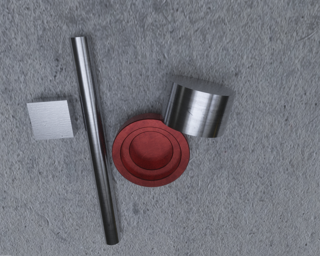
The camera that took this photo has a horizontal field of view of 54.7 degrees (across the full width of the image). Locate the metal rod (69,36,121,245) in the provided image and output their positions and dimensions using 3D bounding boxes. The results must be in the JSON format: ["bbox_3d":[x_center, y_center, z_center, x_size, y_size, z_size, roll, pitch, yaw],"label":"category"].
[{"bbox_3d":[-0.084,0.030,0.420,0.025,0.025,0.298,-4,110,1],"label":"metal rod"}]

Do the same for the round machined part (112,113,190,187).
[{"bbox_3d":[-0.011,0.025,0.408,0.099,0.042,0.097,0,113,1],"label":"round machined part"}]

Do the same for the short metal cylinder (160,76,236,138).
[{"bbox_3d":[0.044,-0.027,0.371,0.081,0.080,0.050,11,110,-4],"label":"short metal cylinder"}]

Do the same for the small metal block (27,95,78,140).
[{"bbox_3d":[-0.138,-0.014,0.403,0.050,0.025,0.050,-4,110,1],"label":"small metal block"}]
